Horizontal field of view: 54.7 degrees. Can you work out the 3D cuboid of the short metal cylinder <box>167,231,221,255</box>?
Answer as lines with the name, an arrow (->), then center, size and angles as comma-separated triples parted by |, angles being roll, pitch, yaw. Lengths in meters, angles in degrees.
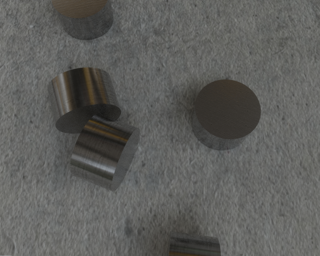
short metal cylinder -> 0.031, 0.153, 0.324 | 0.050, 0.080, 0.080 | 7, 70, 2

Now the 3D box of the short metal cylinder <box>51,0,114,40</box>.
short metal cylinder -> -0.112, -0.179, 0.459 | 0.081, 0.050, 0.080 | 0, 70, 0

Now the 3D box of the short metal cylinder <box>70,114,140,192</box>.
short metal cylinder -> -0.063, 0.029, 0.368 | 0.050, 0.080, 0.080 | 21, 71, 7

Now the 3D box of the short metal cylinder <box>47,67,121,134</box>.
short metal cylinder -> -0.095, -0.032, 0.390 | 0.081, 0.080, 0.050 | -17, 71, -6

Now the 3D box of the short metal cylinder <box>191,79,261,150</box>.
short metal cylinder -> 0.083, -0.016, 0.402 | 0.081, 0.050, 0.080 | 0, 70, 0
